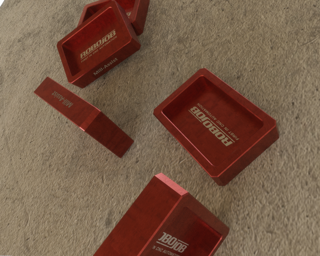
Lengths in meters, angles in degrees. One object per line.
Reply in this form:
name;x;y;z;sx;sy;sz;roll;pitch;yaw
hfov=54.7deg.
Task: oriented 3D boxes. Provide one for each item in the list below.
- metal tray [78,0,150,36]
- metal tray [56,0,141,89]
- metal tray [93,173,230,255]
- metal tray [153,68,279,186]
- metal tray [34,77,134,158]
metal tray;-0.089;-0.201;0.570;0.130;0.030;0.090;-6;59;25
metal tray;-0.105;-0.137;0.514;0.130;0.030;0.090;-30;67;17
metal tray;0.008;0.103;0.269;0.030;0.130;0.090;31;79;38
metal tray;0.062;-0.007;0.371;0.090;0.030;0.130;-41;51;-1
metal tray;-0.105;-0.015;0.426;0.130;0.090;0.030;30;79;37
